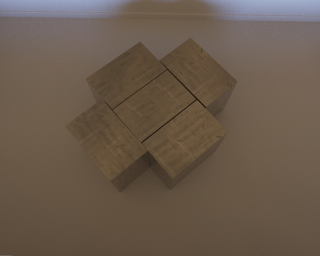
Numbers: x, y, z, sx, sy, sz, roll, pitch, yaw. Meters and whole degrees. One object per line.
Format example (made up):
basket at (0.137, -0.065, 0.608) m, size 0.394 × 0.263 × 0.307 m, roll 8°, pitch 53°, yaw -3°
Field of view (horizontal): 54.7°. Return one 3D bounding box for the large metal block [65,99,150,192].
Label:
large metal block at (-0.058, 0.024, 0.370) m, size 0.050 × 0.080 × 0.080 m, roll -39°, pitch 75°, yaw -13°

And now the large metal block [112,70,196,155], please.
large metal block at (-0.006, -0.013, 0.384) m, size 0.080 × 0.080 × 0.050 m, roll -38°, pitch 75°, yaw -13°

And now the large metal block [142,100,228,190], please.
large metal block at (0.027, 0.024, 0.372) m, size 0.080 × 0.080 × 0.050 m, roll -38°, pitch 75°, yaw -13°

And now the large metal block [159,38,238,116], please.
large metal block at (0.044, -0.054, 0.400) m, size 0.050 × 0.080 × 0.080 m, roll -39°, pitch 75°, yaw -13°

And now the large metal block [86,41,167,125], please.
large metal block at (-0.039, -0.049, 0.397) m, size 0.080 × 0.080 × 0.050 m, roll -38°, pitch 75°, yaw -13°
